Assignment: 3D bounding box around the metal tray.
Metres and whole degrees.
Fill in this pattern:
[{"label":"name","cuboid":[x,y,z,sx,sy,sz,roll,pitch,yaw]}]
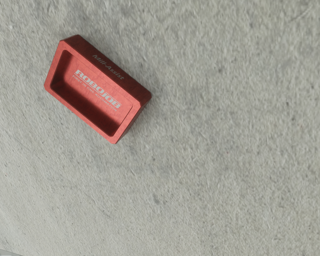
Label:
[{"label":"metal tray","cuboid":[-0.086,-0.049,0.416,0.130,0.030,0.089,39,129,1]}]
